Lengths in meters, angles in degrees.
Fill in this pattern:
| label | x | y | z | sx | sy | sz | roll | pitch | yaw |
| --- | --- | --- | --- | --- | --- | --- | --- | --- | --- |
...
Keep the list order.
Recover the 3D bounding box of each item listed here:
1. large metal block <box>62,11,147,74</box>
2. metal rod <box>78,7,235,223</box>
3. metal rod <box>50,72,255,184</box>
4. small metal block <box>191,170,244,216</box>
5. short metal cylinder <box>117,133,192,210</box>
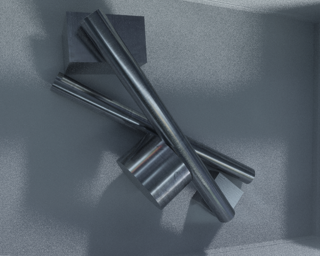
| label | x | y | z | sx | sy | sz | roll | pitch | yaw |
| --- | --- | --- | --- | --- | --- | --- | --- | --- | --- |
| large metal block | -0.067 | -0.093 | 0.356 | 0.081 | 0.080 | 0.050 | -4 | 92 | -20 |
| metal rod | 0.012 | 0.005 | 0.352 | 0.025 | 0.025 | 0.299 | -42 | 116 | -15 |
| metal rod | 0.004 | 0.008 | 0.412 | 0.301 | 0.025 | 0.025 | 26 | 81 | -19 |
| small metal block | 0.082 | 0.096 | 0.441 | 0.050 | 0.025 | 0.050 | 40 | 77 | -16 |
| short metal cylinder | -0.007 | 0.053 | 0.377 | 0.050 | 0.080 | 0.080 | -42 | 104 | -15 |
